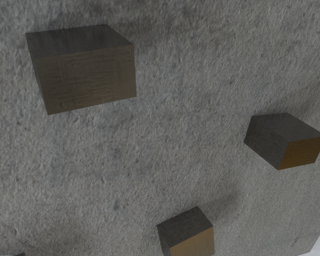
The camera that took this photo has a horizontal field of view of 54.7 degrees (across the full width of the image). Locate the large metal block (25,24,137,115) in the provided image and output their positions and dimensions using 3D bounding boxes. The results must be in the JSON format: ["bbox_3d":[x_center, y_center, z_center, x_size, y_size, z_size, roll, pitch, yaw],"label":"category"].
[{"bbox_3d":[-0.076,-0.060,0.294,0.081,0.080,0.050,-15,125,-21],"label":"large metal block"}]

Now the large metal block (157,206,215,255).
[{"bbox_3d":[0.046,0.195,0.539,0.081,0.050,0.079,-21,127,-17],"label":"large metal block"}]

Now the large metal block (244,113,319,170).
[{"bbox_3d":[0.196,0.018,0.493,0.081,0.080,0.050,-6,121,-26],"label":"large metal block"}]

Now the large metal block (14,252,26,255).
[{"bbox_3d":[-0.214,0.226,0.415,0.081,0.050,0.079,-13,124,-22],"label":"large metal block"}]
